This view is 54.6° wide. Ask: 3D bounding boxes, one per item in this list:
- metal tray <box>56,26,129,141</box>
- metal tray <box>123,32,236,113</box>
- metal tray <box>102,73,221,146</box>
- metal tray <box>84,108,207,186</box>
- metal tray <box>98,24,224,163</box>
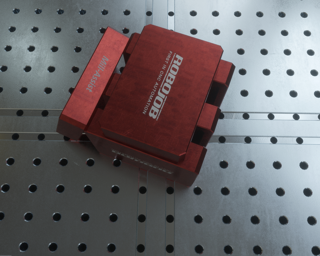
[{"bbox_3d":[-0.086,-0.053,0.393,0.030,0.090,0.130,27,71,-14],"label":"metal tray"},{"bbox_3d":[0.022,-0.067,0.401,0.130,0.090,0.030,19,72,7],"label":"metal tray"},{"bbox_3d":[0.001,-0.015,0.381,0.130,0.090,0.030,19,70,5],"label":"metal tray"},{"bbox_3d":[-0.016,0.026,0.367,0.130,0.090,0.030,20,72,7],"label":"metal tray"},{"bbox_3d":[0.004,-0.039,0.327,0.090,0.030,0.130,20,71,7],"label":"metal tray"}]
